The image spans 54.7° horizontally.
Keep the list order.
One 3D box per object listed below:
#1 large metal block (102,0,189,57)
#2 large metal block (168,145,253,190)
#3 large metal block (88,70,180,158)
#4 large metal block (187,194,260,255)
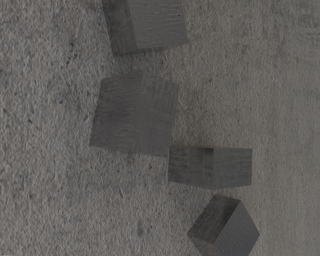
[{"bbox_3d":[-0.018,-0.134,0.373,0.081,0.050,0.079,-18,102,-39],"label":"large metal block"},{"bbox_3d":[0.069,0.051,0.426,0.081,0.080,0.050,3,88,-40],"label":"large metal block"},{"bbox_3d":[-0.030,-0.013,0.343,0.050,0.080,0.080,16,80,-39],"label":"large metal block"},{"bbox_3d":[0.099,0.162,0.471,0.080,0.050,0.080,-47,118,-30],"label":"large metal block"}]
